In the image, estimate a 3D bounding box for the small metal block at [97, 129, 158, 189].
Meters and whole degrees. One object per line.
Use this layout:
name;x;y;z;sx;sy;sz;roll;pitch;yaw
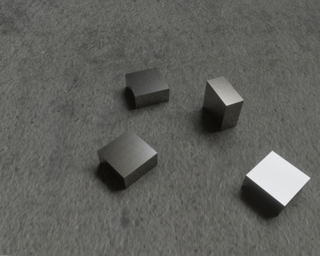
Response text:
small metal block;-0.038;0.036;0.372;0.050;0.025;0.050;-36;59;-27

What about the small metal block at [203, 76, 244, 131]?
small metal block;0.083;-0.033;0.416;0.025;0.050;0.050;-18;53;-15

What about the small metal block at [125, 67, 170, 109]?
small metal block;-0.019;-0.059;0.453;0.050;0.025;0.050;-15;52;-13

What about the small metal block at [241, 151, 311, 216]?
small metal block;0.131;0.062;0.353;0.050;0.025;0.050;-35;58;-26
